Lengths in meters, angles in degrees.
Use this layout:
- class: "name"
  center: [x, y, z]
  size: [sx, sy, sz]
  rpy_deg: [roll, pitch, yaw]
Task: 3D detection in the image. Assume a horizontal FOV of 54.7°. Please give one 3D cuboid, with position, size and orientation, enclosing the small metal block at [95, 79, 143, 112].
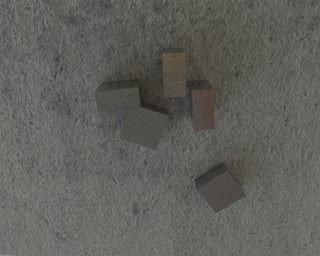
- class: "small metal block"
  center: [-0.048, -0.041, 0.381]
  size: [0.050, 0.050, 0.025]
  rpy_deg: [-5, 110, 2]

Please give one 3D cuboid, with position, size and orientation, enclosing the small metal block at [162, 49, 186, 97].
- class: "small metal block"
  center: [0.016, -0.068, 0.372]
  size: [0.025, 0.050, 0.050]
  rpy_deg: [-2, 110, 1]

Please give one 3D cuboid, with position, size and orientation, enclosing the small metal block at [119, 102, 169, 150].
- class: "small metal block"
  center: [-0.021, -0.005, 0.407]
  size: [0.050, 0.025, 0.050]
  rpy_deg: [18, 109, -7]

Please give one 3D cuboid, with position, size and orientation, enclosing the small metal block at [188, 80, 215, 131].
- class: "small metal block"
  center: [0.051, -0.029, 0.386]
  size: [0.025, 0.050, 0.050]
  rpy_deg: [-5, 110, 2]

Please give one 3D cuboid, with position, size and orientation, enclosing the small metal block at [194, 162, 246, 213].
- class: "small metal block"
  center: [0.085, 0.085, 0.442]
  size: [0.050, 0.025, 0.050]
  rpy_deg: [-34, 107, 11]
